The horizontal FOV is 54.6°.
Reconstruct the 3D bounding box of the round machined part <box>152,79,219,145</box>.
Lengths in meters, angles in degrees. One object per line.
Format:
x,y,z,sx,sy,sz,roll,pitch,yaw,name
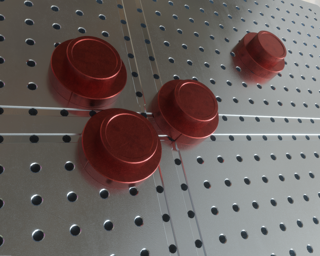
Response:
0.042,-0.029,0.437,0.099,0.042,0.098,13,56,-21,round machined part

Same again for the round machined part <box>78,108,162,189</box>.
-0.042,0.018,0.363,0.099,0.042,0.098,13,56,-21,round machined part

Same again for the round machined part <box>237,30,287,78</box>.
0.201,-0.147,0.594,0.099,0.042,0.098,13,56,-21,round machined part

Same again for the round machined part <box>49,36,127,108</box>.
-0.088,-0.078,0.397,0.099,0.042,0.098,13,56,-21,round machined part
